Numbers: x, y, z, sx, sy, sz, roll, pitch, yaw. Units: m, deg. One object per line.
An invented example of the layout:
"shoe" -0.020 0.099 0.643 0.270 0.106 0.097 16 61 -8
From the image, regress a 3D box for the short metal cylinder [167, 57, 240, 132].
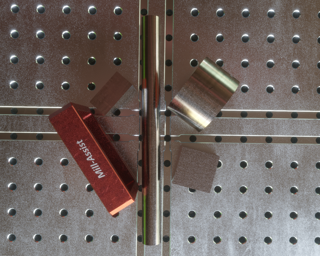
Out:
"short metal cylinder" 0.053 -0.041 0.386 0.050 0.080 0.080 38 90 -1

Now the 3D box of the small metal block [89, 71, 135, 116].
"small metal block" -0.059 -0.042 0.399 0.025 0.050 0.050 41 90 -1

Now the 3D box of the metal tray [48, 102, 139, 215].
"metal tray" -0.075 0.033 0.379 0.030 0.090 0.130 -33 90 0

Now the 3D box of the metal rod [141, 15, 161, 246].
"metal rod" -0.012 0.003 0.413 0.025 0.025 0.298 0 90 -1

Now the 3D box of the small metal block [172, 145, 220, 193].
"small metal block" 0.047 0.054 0.415 0.050 0.025 0.050 15 90 -1
